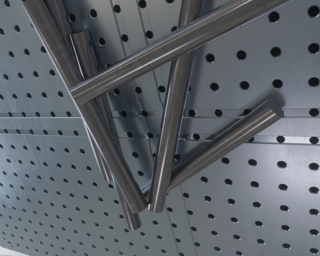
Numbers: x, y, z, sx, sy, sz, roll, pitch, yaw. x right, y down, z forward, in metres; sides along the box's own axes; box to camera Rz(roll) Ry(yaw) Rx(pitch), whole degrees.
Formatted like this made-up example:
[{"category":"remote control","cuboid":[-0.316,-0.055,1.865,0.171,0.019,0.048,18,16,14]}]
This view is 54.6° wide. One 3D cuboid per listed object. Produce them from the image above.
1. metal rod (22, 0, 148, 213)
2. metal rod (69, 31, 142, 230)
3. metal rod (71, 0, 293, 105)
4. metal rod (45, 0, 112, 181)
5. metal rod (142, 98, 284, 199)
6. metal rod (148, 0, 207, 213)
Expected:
[{"category":"metal rod","cuboid":[-0.090,-0.018,0.402,0.025,0.025,0.299,-15,107,34]},{"category":"metal rod","cuboid":[-0.072,0.017,0.441,0.025,0.025,0.298,-2,112,29]},{"category":"metal rod","cuboid":[0.031,-0.090,0.303,0.300,0.025,0.025,-22,107,24]},{"category":"metal rod","cuboid":[-0.110,-0.052,0.437,0.025,0.025,0.298,2,119,27]},{"category":"metal rod","cuboid":[0.038,0.056,0.426,0.025,0.025,0.299,45,129,-3]},{"category":"metal rod","cuboid":[0.015,-0.015,0.376,0.025,0.025,0.298,19,120,17]}]
